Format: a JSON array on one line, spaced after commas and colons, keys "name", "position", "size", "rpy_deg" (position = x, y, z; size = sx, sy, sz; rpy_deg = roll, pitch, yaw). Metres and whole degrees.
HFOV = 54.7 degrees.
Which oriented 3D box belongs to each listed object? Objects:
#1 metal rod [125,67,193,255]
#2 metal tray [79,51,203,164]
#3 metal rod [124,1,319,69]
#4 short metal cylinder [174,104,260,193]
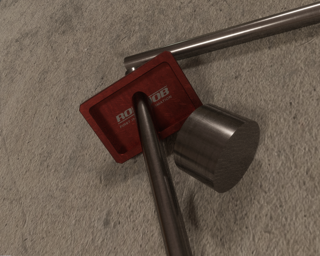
[{"name": "metal rod", "position": [0.000, 0.055, 0.344], "size": [0.025, 0.025, 0.299], "rpy_deg": [-23, 61, 14]}, {"name": "metal tray", "position": [-0.021, -0.025, 0.388], "size": [0.130, 0.090, 0.030], "rpy_deg": [-31, 13, 8]}, {"name": "metal rod", "position": [0.087, -0.125, 0.433], "size": [0.301, 0.025, 0.025], "rpy_deg": [-10, 57, 22]}, {"name": "short metal cylinder", "position": [0.060, 0.020, 0.324], "size": [0.050, 0.080, 0.080], "rpy_deg": [28, 77, 37]}]
